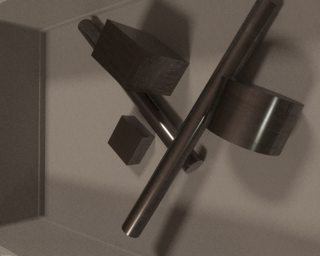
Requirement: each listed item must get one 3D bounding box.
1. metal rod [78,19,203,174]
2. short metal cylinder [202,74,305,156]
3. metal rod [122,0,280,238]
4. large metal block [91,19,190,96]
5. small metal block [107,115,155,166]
[{"bbox_3d":[-0.040,-0.060,0.437,0.025,0.025,0.300,-52,60,27],"label":"metal rod"},{"bbox_3d":[0.088,-0.014,0.298,0.080,0.081,0.050,31,109,35],"label":"short metal cylinder"},{"bbox_3d":[0.037,0.000,0.348,0.025,0.025,0.298,38,105,33],"label":"metal rod"},{"bbox_3d":[-0.024,-0.086,0.389,0.080,0.081,0.050,45,117,30],"label":"large metal block"},{"bbox_3d":[-0.042,0.017,0.439,0.050,0.025,0.050,45,116,30],"label":"small metal block"}]
